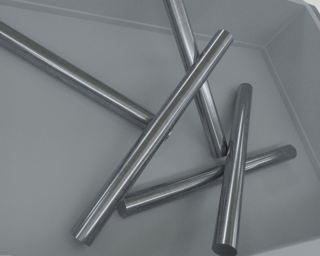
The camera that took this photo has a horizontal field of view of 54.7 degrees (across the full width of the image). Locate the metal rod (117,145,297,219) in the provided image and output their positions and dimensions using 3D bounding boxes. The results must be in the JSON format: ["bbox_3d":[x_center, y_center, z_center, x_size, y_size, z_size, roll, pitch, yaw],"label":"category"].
[{"bbox_3d":[0.083,0.062,0.414,0.303,0.025,0.025,-11,67,-33],"label":"metal rod"}]

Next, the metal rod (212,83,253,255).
[{"bbox_3d":[0.105,0.028,0.417,0.025,0.025,0.301,32,42,-8],"label":"metal rod"}]

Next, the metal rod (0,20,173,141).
[{"bbox_3d":[-0.116,-0.069,0.386,0.301,0.025,0.025,31,52,-9],"label":"metal rod"}]

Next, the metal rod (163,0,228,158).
[{"bbox_3d":[0.038,-0.102,0.409,0.025,0.025,0.298,-26,102,-37],"label":"metal rod"}]

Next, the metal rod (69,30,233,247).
[{"bbox_3d":[0.004,-0.006,0.354,0.025,0.025,0.300,37,69,-4],"label":"metal rod"}]
